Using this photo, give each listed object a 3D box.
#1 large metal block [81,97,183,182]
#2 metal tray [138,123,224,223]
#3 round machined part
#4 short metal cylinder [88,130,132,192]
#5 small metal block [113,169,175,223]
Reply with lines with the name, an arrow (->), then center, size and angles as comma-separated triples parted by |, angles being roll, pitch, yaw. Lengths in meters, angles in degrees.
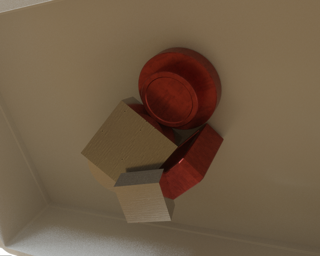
large metal block -> -0.032, 0.020, 0.372 | 0.080, 0.050, 0.080 | 40, 104, 1
metal tray -> 0.015, 0.058, 0.390 | 0.030, 0.090, 0.129 | 45, 129, -2
round machined part -> 0.018, -0.040, 0.360 | 0.098, 0.042, 0.097 | 13, 124, 20
short metal cylinder -> -0.055, 0.047, 0.447 | 0.080, 0.050, 0.079 | 13, 124, 20
small metal block -> -0.016, 0.074, 0.336 | 0.050, 0.025, 0.050 | -9, 114, 17
